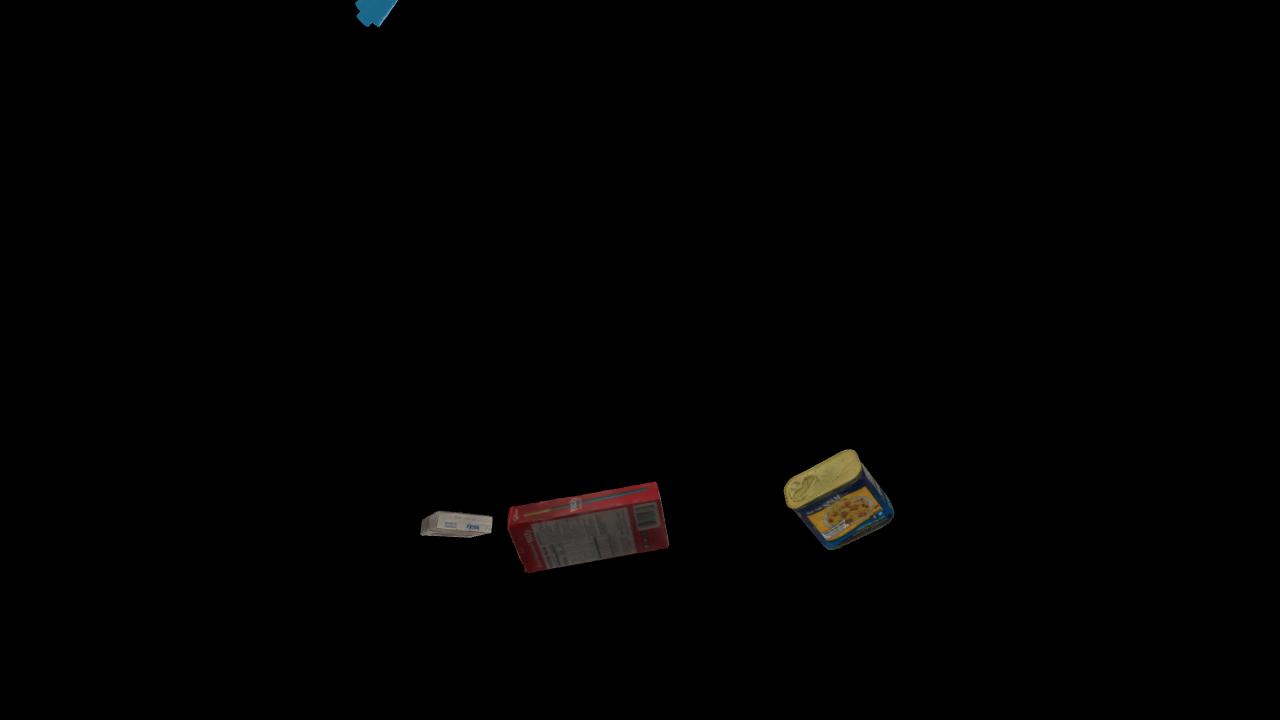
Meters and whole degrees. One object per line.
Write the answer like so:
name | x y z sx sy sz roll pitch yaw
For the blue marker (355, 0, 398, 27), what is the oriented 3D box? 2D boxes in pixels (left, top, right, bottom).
blue marker | -0.144 -0.267 0.402 0.121 0.020 0.020 -40 -12 14

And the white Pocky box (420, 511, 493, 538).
white Pocky box | -0.289 0.258 0.960 0.084 0.028 0.154 12 -22 -24

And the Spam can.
Spam can | 0.240 0.170 0.742 0.101 0.085 0.058 -34 18 21

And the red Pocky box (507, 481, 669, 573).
red Pocky box | -0.051 0.173 0.634 0.155 0.083 0.028 -10 38 -1
